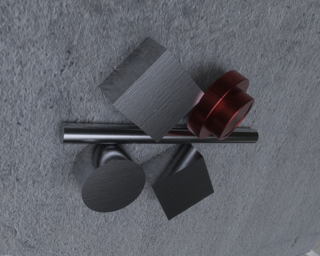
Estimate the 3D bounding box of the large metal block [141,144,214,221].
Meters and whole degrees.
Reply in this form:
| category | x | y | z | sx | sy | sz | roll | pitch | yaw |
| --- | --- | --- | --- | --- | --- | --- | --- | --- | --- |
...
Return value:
| category | x | y | z | sx | sy | sz | roll | pitch | yaw |
| --- | --- | --- | --- | --- | --- | --- | --- | --- | --- |
| large metal block | 0.025 | 0.075 | 0.454 | 0.080 | 0.050 | 0.080 | -29 | 129 | -10 |

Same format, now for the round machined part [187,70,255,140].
| category | x | y | z | sx | sy | sz | roll | pitch | yaw |
| --- | --- | --- | --- | --- | --- | --- | --- | --- | --- |
| round machined part | 0.084 | -0.023 | 0.401 | 0.098 | 0.042 | 0.098 | -41 | 159 | -19 |

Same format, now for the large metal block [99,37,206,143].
| category | x | y | z | sx | sy | sz | roll | pitch | yaw |
| --- | --- | --- | --- | --- | --- | --- | --- | --- | --- |
| large metal block | -0.008 | -0.043 | 0.360 | 0.080 | 0.050 | 0.080 | -45 | 130 | 3 |

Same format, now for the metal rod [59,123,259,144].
| category | x | y | z | sx | sy | sz | roll | pitch | yaw |
| --- | --- | --- | --- | --- | --- | --- | --- | --- | --- |
| metal rod | 0.019 | 0.010 | 0.428 | 0.303 | 0.025 | 0.025 | 2 | 118 | -30 |

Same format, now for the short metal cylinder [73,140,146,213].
| category | x | y | z | sx | sy | sz | roll | pitch | yaw |
| --- | --- | --- | --- | --- | --- | --- | --- | --- | --- |
| short metal cylinder | -0.065 | 0.060 | 0.395 | 0.081 | 0.050 | 0.079 | -14 | 125 | -21 |
